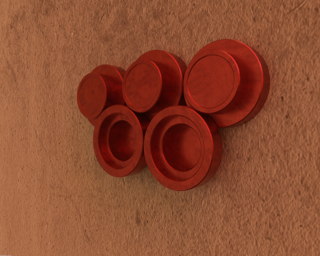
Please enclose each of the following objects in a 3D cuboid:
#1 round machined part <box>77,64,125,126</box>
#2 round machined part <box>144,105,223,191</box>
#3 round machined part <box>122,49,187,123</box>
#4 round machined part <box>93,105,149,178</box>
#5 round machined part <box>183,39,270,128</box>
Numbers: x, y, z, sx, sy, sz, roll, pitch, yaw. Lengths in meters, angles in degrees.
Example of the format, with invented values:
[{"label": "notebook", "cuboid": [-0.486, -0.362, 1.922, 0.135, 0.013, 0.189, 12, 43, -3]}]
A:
[{"label": "round machined part", "cuboid": [-0.087, -0.047, 0.465, 0.098, 0.042, 0.097, 0, 90, 39]}, {"label": "round machined part", "cuboid": [0.031, 0.023, 0.368, 0.098, 0.042, 0.097, 0, 90, 39]}, {"label": "round machined part", "cuboid": [-0.011, -0.053, 0.403, 0.098, 0.042, 0.097, 0, 90, 39]}, {"label": "round machined part", "cuboid": [-0.045, 0.017, 0.430, 0.098, 0.042, 0.097, 0, 90, 39]}, {"label": "round machined part", "cuboid": [0.065, -0.049, 0.341, 0.098, 0.042, 0.097, 0, 90, 39]}]
